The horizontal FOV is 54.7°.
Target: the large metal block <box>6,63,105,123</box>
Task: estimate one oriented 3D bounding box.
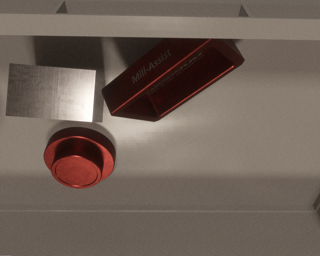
[{"bbox_3d":[-0.106,-0.034,0.334,0.081,0.080,0.050,4,90,-4],"label":"large metal block"}]

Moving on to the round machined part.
[{"bbox_3d":[-0.114,0.049,0.438,0.099,0.042,0.097,-1,130,0],"label":"round machined part"}]

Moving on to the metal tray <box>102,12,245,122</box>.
[{"bbox_3d":[0.015,-0.055,0.327,0.130,0.030,0.090,-34,160,25],"label":"metal tray"}]
